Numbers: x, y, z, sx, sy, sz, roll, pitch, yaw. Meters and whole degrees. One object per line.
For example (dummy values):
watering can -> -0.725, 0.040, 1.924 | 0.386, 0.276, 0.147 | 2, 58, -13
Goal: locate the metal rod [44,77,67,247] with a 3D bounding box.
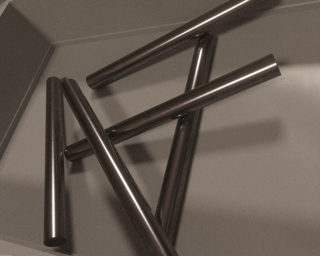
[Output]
metal rod -> -0.154, 0.024, 0.453 | 0.025, 0.025, 0.300 | -28, 47, 10

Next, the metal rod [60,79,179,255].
metal rod -> -0.062, 0.035, 0.373 | 0.025, 0.025, 0.300 | -38, 55, 2

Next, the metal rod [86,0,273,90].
metal rod -> 0.015, -0.124, 0.447 | 0.300, 0.025, 0.025 | -21, 54, 24

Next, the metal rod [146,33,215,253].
metal rod -> 0.032, 0.002, 0.386 | 0.025, 0.025, 0.300 | 1, 62, 28

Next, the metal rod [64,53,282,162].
metal rod -> -0.003, -0.015, 0.387 | 0.300, 0.025, 0.025 | -23, 53, 24
